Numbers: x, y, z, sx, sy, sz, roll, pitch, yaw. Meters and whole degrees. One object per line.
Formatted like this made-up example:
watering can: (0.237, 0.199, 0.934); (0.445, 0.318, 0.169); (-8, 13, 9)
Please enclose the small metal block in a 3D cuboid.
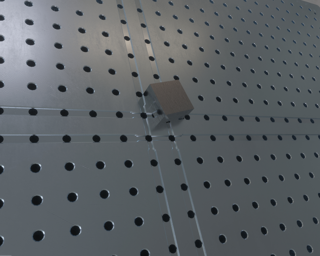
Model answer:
small metal block: (0.012, -0.038, 0.437); (0.050, 0.025, 0.050); (-14, 69, -34)
